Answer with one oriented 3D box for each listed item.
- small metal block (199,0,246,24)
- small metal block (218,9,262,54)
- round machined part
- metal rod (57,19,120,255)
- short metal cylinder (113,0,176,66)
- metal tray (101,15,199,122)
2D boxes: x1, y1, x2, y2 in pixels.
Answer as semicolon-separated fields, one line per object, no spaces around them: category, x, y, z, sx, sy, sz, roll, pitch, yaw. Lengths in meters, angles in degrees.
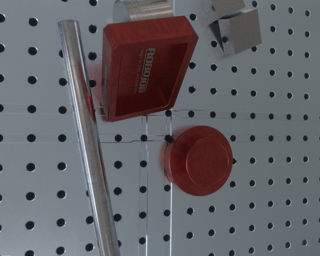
small metal block;0.087;-0.185;0.444;0.050;0.025;0.050;-29;100;-18
small metal block;0.116;-0.140;0.448;0.050;0.025;0.050;-25;116;-18
round machined part;0.059;0.045;0.425;0.099;0.042;0.097;0;90;-20
metal rod;-0.086;0.021;0.380;0.025;0.025;0.298;-11;94;-20
short metal cylinder;-0.020;-0.116;0.376;0.050;0.080;0.080;-17;96;-19
metal tray;-0.018;-0.061;0.352;0.091;0.129;0.030;-14;62;-19
